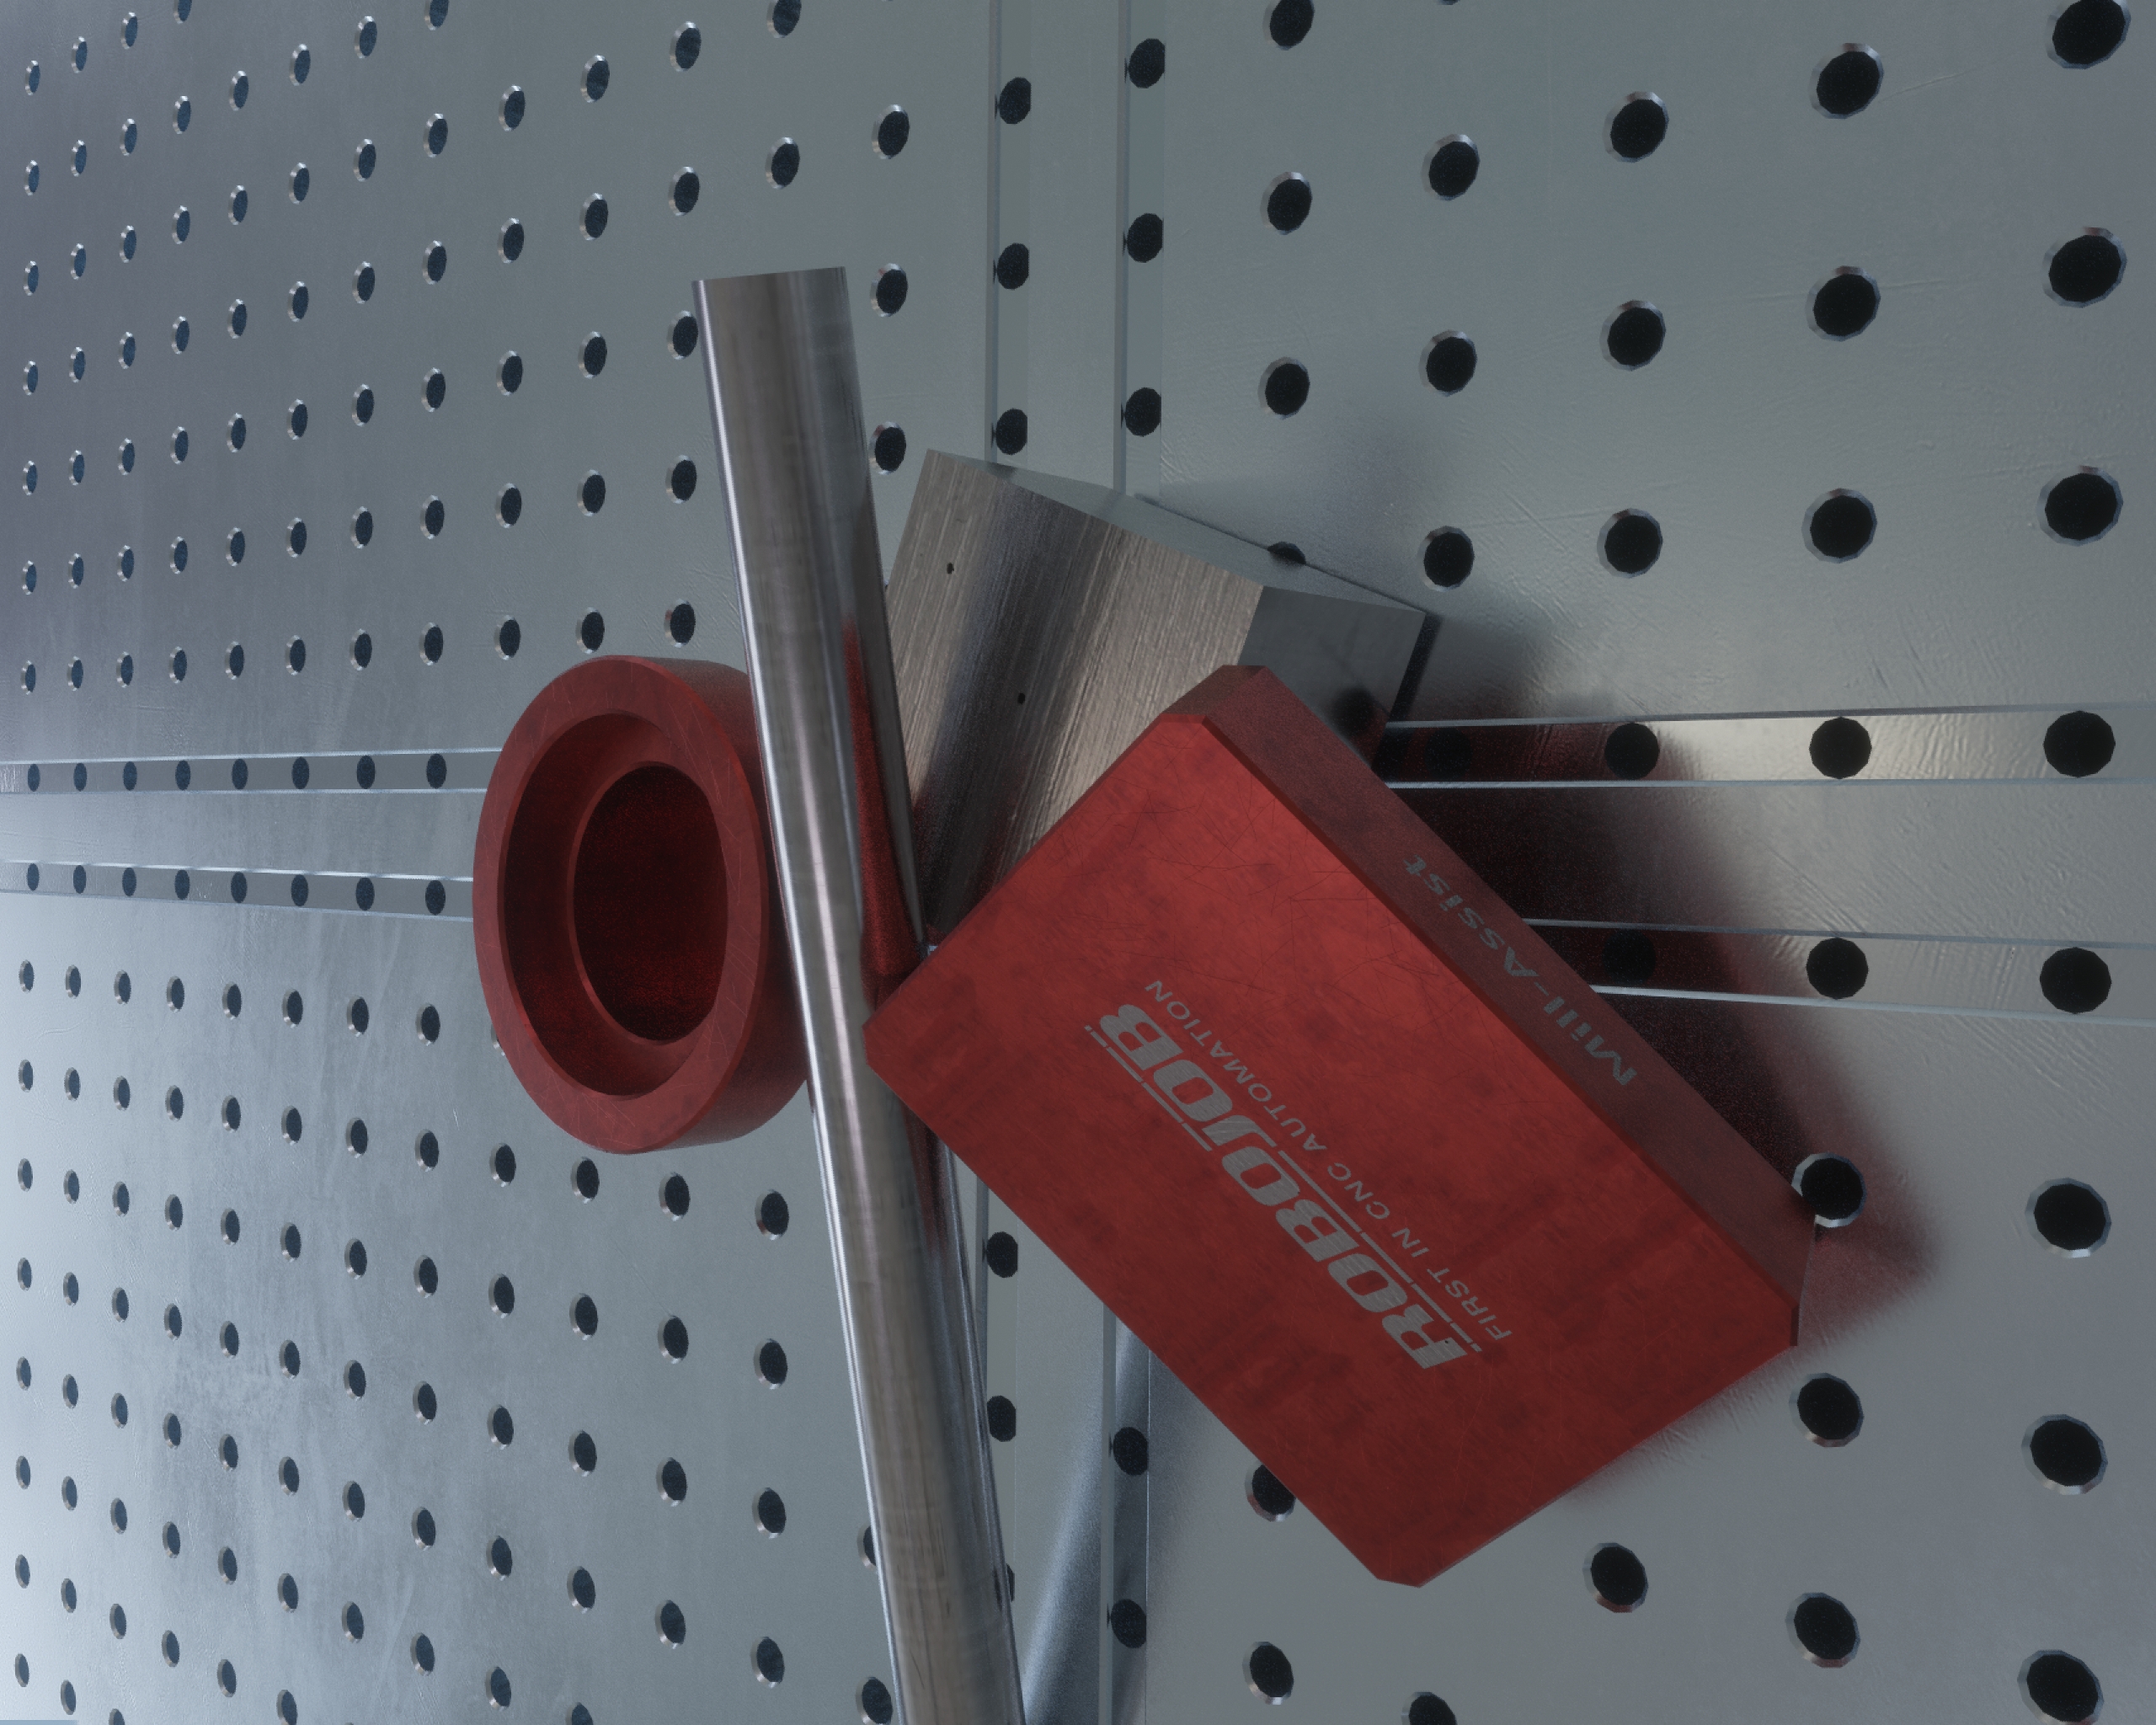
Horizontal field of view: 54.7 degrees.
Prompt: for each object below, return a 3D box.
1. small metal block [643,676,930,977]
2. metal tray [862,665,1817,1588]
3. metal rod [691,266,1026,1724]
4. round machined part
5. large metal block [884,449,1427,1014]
[{"bbox_3d":[-0.065,-0.007,0.459,0.050,0.025,0.050,-28,73,36],"label":"small metal block"},{"bbox_3d":[0.040,0.044,0.336,0.130,0.030,0.090,45,121,2],"label":"metal tray"},{"bbox_3d":[-0.036,0.046,0.382,0.025,0.025,0.298,8,111,39],"label":"metal rod"},{"bbox_3d":[-0.077,0.008,0.422,0.098,0.042,0.097,1,91,43],"label":"round machined part"},{"bbox_3d":[0.005,-0.023,0.384,0.080,0.050,0.079,29,108,36],"label":"large metal block"}]
